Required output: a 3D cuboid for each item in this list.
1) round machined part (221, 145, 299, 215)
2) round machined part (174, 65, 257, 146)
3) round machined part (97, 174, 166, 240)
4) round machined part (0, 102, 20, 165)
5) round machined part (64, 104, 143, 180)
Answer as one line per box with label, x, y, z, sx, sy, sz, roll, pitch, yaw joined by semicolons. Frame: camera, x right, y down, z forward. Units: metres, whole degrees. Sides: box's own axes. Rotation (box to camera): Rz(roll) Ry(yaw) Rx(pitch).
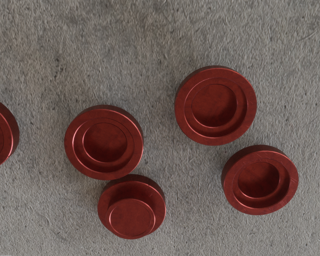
round machined part;0.133;0.067;0.426;0.099;0.042;0.097;0;110;0
round machined part;0.067;-0.030;0.390;0.099;0.042;0.097;0;110;0
round machined part;-0.041;0.119;0.444;0.099;0.042;0.097;0;110;0
round machined part;-0.230;0.002;0.399;0.099;0.042;0.097;0;110;0
round machined part;-0.070;0.016;0.406;0.099;0.042;0.097;0;110;0
